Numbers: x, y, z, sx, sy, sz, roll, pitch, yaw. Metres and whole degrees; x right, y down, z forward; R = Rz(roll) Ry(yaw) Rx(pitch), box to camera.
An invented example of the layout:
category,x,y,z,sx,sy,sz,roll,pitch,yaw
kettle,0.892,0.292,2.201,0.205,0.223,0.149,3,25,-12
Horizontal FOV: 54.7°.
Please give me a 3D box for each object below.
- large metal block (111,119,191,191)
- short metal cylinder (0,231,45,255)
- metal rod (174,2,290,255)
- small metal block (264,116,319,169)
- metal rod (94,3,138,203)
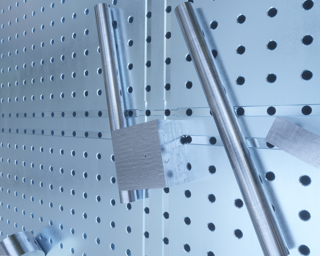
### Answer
category,x,y,z,sx,sy,sz,roll,pitch,yaw
large metal block,-0.013,0.036,0.402,0.080,0.050,0.080,-13,82,39
short metal cylinder,-0.270,0.247,0.593,0.050,0.081,0.079,39,113,33
metal rod,0.074,-0.010,0.347,0.025,0.025,0.299,-28,73,36
small metal block,0.133,0.011,0.283,0.050,0.050,0.025,33,111,34
metal rod,-0.067,-0.041,0.461,0.025,0.025,0.298,-15,81,39
